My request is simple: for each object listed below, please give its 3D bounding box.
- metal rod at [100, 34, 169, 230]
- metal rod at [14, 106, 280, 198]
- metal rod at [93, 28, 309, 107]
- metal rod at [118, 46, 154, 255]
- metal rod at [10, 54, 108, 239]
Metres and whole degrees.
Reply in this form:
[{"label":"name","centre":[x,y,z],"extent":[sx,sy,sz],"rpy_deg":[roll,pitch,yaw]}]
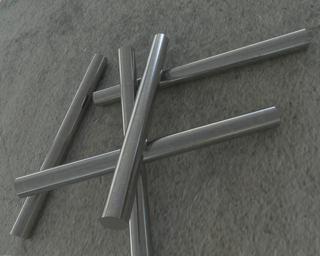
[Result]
[{"label":"metal rod","centre":[-0.019,-0.025,0.368],"extent":[0.025,0.025,0.300],"rpy_deg":[-11,42,22]},{"label":"metal rod","centre":[-0.016,0.028,0.351],"extent":[0.302,0.025,0.025],"rpy_deg":[-16,54,2]},{"label":"metal rod","centre":[0.041,-0.077,0.428],"extent":[0.301,0.025,0.025],"rpy_deg":[-13,56,20]},{"label":"metal rod","centre":[-0.033,0.019,0.388],"extent":[0.025,0.025,0.299],"rpy_deg":[-17,61,18]},{"label":"metal rod","centre":[-0.144,0.013,0.469],"extent":[0.025,0.025,0.300],"rpy_deg":[4,64,30]}]
